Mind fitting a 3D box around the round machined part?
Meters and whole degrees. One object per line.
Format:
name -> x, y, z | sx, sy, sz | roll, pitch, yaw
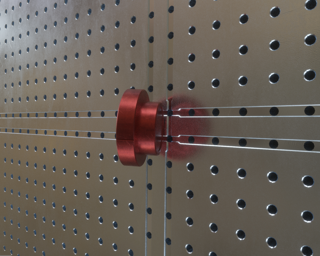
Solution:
round machined part -> -0.020, 0.000, 0.392 | 0.042, 0.098, 0.097 | 3, 92, 9
